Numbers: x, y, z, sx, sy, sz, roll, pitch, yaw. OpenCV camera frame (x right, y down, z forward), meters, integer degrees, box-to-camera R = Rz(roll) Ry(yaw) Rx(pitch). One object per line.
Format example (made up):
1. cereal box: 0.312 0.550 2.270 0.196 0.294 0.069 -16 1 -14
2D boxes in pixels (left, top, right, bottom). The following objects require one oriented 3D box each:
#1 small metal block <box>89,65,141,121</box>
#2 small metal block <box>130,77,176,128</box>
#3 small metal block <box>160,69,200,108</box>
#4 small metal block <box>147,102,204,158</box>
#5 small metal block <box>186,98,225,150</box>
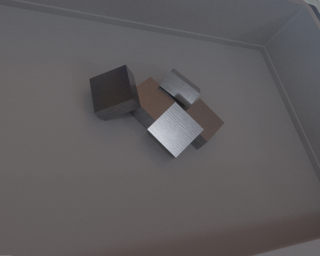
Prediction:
1. small metal block: -0.056 -0.043 0.384 0.050 0.025 0.050 -19 64 11
2. small metal block: -0.014 -0.034 0.418 0.050 0.025 0.050 44 51 2
3. small metal block: 0.030 -0.058 0.442 0.050 0.025 0.050 37 16 -4
4. small metal block: 0.019 0.003 0.398 0.050 0.025 0.050 45 82 3
5. small metal block: 0.055 -0.006 0.439 0.050 0.025 0.050 46 51 3
